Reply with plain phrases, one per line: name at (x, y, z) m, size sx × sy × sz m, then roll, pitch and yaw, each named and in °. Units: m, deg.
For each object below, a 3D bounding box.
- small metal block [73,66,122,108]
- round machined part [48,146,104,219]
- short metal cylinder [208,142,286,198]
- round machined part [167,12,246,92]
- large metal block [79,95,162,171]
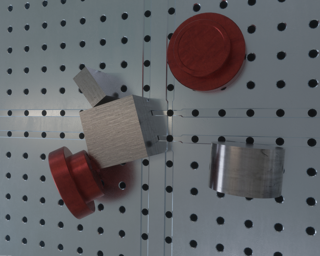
small metal block at (-0.084, -0.054, 0.429) m, size 0.025 × 0.050 × 0.050 m, roll -40°, pitch 78°, yaw 15°
round machined part at (-0.107, 0.068, 0.417) m, size 0.042 × 0.098 × 0.098 m, roll -25°, pitch 81°, yaw -8°
short metal cylinder at (0.096, 0.044, 0.349) m, size 0.080 × 0.080 × 0.050 m, roll 5°, pitch 92°, yaw 20°
round machined part at (0.055, -0.095, 0.384) m, size 0.098 × 0.042 × 0.097 m, roll 0°, pitch 90°, yaw 20°
large metal block at (-0.053, 0.007, 0.418) m, size 0.080 × 0.050 × 0.080 m, roll -16°, pitch 85°, yaw 19°
